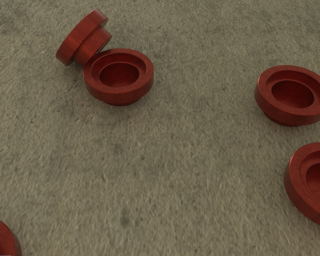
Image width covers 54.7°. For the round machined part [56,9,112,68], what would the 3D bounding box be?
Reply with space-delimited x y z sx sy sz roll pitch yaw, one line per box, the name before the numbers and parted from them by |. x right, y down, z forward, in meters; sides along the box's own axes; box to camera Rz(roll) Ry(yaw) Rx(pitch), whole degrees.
round machined part | -0.111 -0.131 0.477 0.042 0.098 0.098 41 53 -14

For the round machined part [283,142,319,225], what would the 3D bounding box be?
round machined part | 0.185 0.066 0.339 0.099 0.042 0.098 0 50 0

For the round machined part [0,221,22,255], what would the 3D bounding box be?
round machined part | -0.185 0.126 0.284 0.099 0.042 0.098 0 50 0

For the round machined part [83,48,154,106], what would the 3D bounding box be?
round machined part | -0.058 -0.070 0.450 0.099 0.042 0.098 0 50 0

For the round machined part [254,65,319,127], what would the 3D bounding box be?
round machined part | 0.180 -0.040 0.428 0.099 0.042 0.098 0 50 0
